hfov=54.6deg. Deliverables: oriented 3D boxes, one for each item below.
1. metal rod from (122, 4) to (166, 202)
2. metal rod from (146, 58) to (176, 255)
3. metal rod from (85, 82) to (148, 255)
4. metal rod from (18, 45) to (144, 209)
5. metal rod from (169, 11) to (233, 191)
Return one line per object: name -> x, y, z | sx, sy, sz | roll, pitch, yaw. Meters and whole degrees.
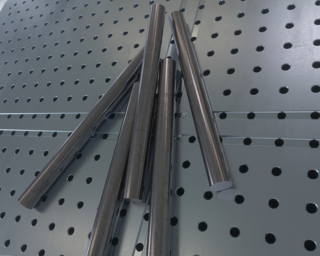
metal rod -> -0.018, -0.050, 0.431 | 0.025, 0.025, 0.299 | -5, 64, 25
metal rod -> 0.004, 0.034, 0.385 | 0.025, 0.025, 0.300 | -10, 57, 23
metal rod -> -0.057, 0.070, 0.395 | 0.025, 0.025, 0.300 | -2, 61, 27
metal rod -> -0.103, -0.009, 0.469 | 0.025, 0.025, 0.300 | 30, 78, 37
metal rod -> 0.046, -0.059, 0.420 | 0.025, 0.025, 0.300 | -21, 54, 16
